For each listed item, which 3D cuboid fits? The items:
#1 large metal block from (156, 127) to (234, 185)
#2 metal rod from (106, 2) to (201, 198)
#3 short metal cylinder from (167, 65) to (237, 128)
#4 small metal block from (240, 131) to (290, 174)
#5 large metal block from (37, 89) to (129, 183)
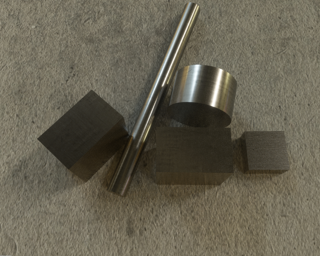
[{"bbox_3d":[0.036,0.036,0.366,0.080,0.080,0.050,1,70,0],"label":"large metal block"},{"bbox_3d":[-0.002,-0.051,0.426,0.025,0.025,0.300,19,71,7],"label":"metal rod"},{"bbox_3d":[0.053,-0.037,0.393,0.080,0.080,0.050,12,71,4],"label":"short metal cylinder"},{"bbox_3d":[0.133,0.032,0.398,0.050,0.025,0.050,0,70,0],"label":"small metal block"},{"bbox_3d":[-0.086,0.013,0.374,0.050,0.080,0.080,41,75,13],"label":"large metal block"}]
